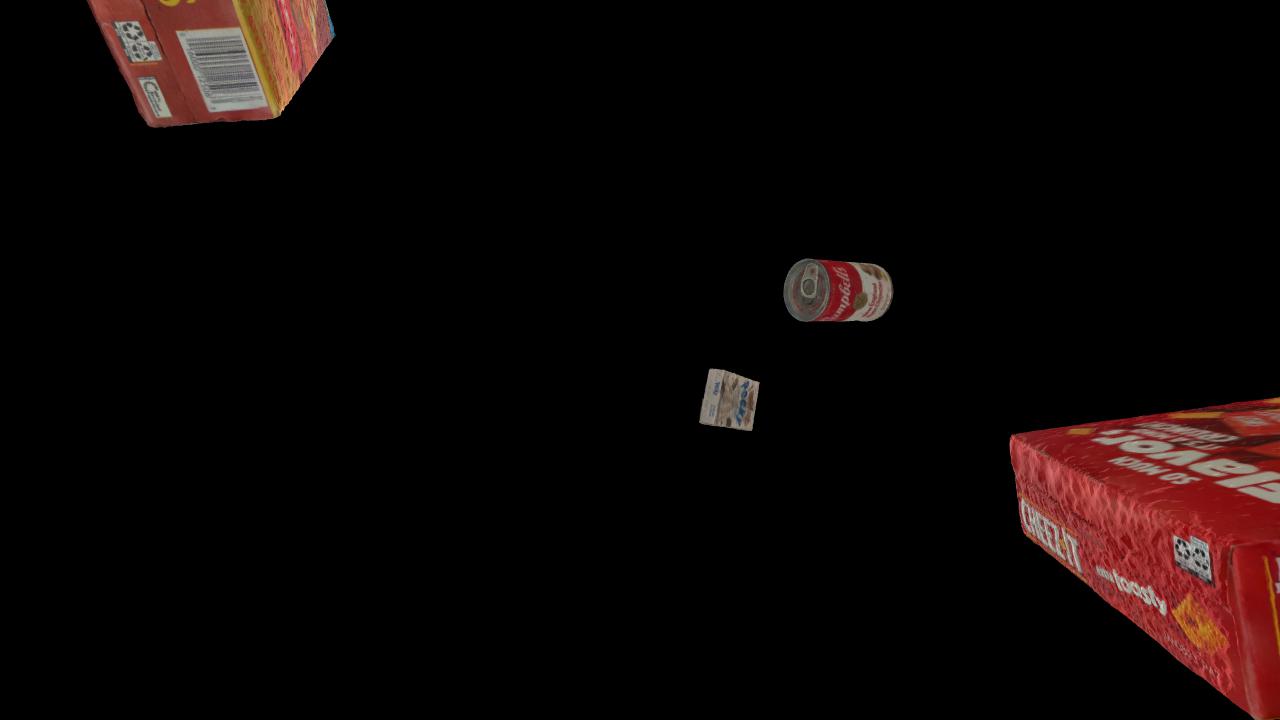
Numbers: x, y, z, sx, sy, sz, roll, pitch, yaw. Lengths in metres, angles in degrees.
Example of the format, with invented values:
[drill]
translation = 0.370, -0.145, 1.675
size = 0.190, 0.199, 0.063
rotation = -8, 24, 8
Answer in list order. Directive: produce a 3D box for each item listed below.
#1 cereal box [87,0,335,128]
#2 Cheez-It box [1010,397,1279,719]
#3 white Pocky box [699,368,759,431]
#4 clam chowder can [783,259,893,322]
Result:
[cereal box]
translation = -0.284, -0.299, 0.408
size = 0.081, 0.203, 0.306
rotation = -10, 37, -12
[Cheez-It box]
translation = 0.314, 0.063, 0.263
size = 0.223, 0.071, 0.166
rotation = -10, 3, 8
[white Pocky box]
translation = 0.140, 0.064, 0.944
size = 0.028, 0.084, 0.154
rotation = 8, -5, 32
[clam chowder can]
translation = 0.220, -0.076, 0.679
size = 0.102, 0.068, 0.068
rotation = -2, 1, -30
